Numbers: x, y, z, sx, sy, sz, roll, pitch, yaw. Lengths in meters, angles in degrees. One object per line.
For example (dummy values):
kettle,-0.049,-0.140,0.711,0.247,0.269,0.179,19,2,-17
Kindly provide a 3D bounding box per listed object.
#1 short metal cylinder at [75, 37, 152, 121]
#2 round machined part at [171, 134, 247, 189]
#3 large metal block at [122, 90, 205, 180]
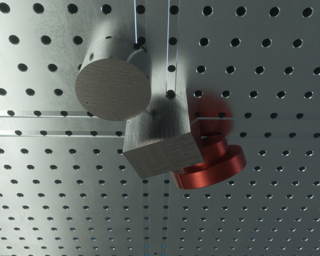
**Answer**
short metal cylinder,-0.049,-0.054,0.349,0.081,0.050,0.079,0,130,0
round machined part,0.060,0.040,0.409,0.098,0.098,0.042,-19,96,15
large metal block,0.005,0.008,0.382,0.080,0.080,0.050,-18,128,14
